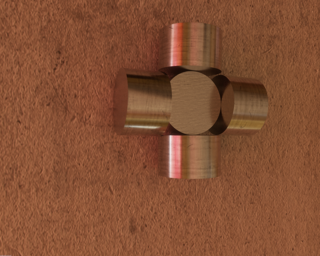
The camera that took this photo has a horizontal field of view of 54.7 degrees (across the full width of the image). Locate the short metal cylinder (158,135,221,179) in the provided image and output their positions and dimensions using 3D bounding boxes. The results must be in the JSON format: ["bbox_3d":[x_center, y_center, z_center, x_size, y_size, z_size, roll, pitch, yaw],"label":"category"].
[{"bbox_3d":[0.037,0.034,0.396,0.081,0.080,0.050,0,90,-20],"label":"short metal cylinder"}]

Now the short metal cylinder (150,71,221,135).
[{"bbox_3d":[0.032,-0.031,0.410,0.081,0.050,0.079,0,90,-21],"label":"short metal cylinder"}]

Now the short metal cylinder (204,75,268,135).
[{"bbox_3d":[0.099,-0.030,0.419,0.050,0.080,0.079,2,90,-20],"label":"short metal cylinder"}]

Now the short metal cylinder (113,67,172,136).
[{"bbox_3d":[-0.024,-0.030,0.373,0.050,0.080,0.079,2,90,-20],"label":"short metal cylinder"}]

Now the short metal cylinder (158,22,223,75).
[{"bbox_3d":[0.038,-0.097,0.395,0.081,0.080,0.050,2,90,-20],"label":"short metal cylinder"}]
